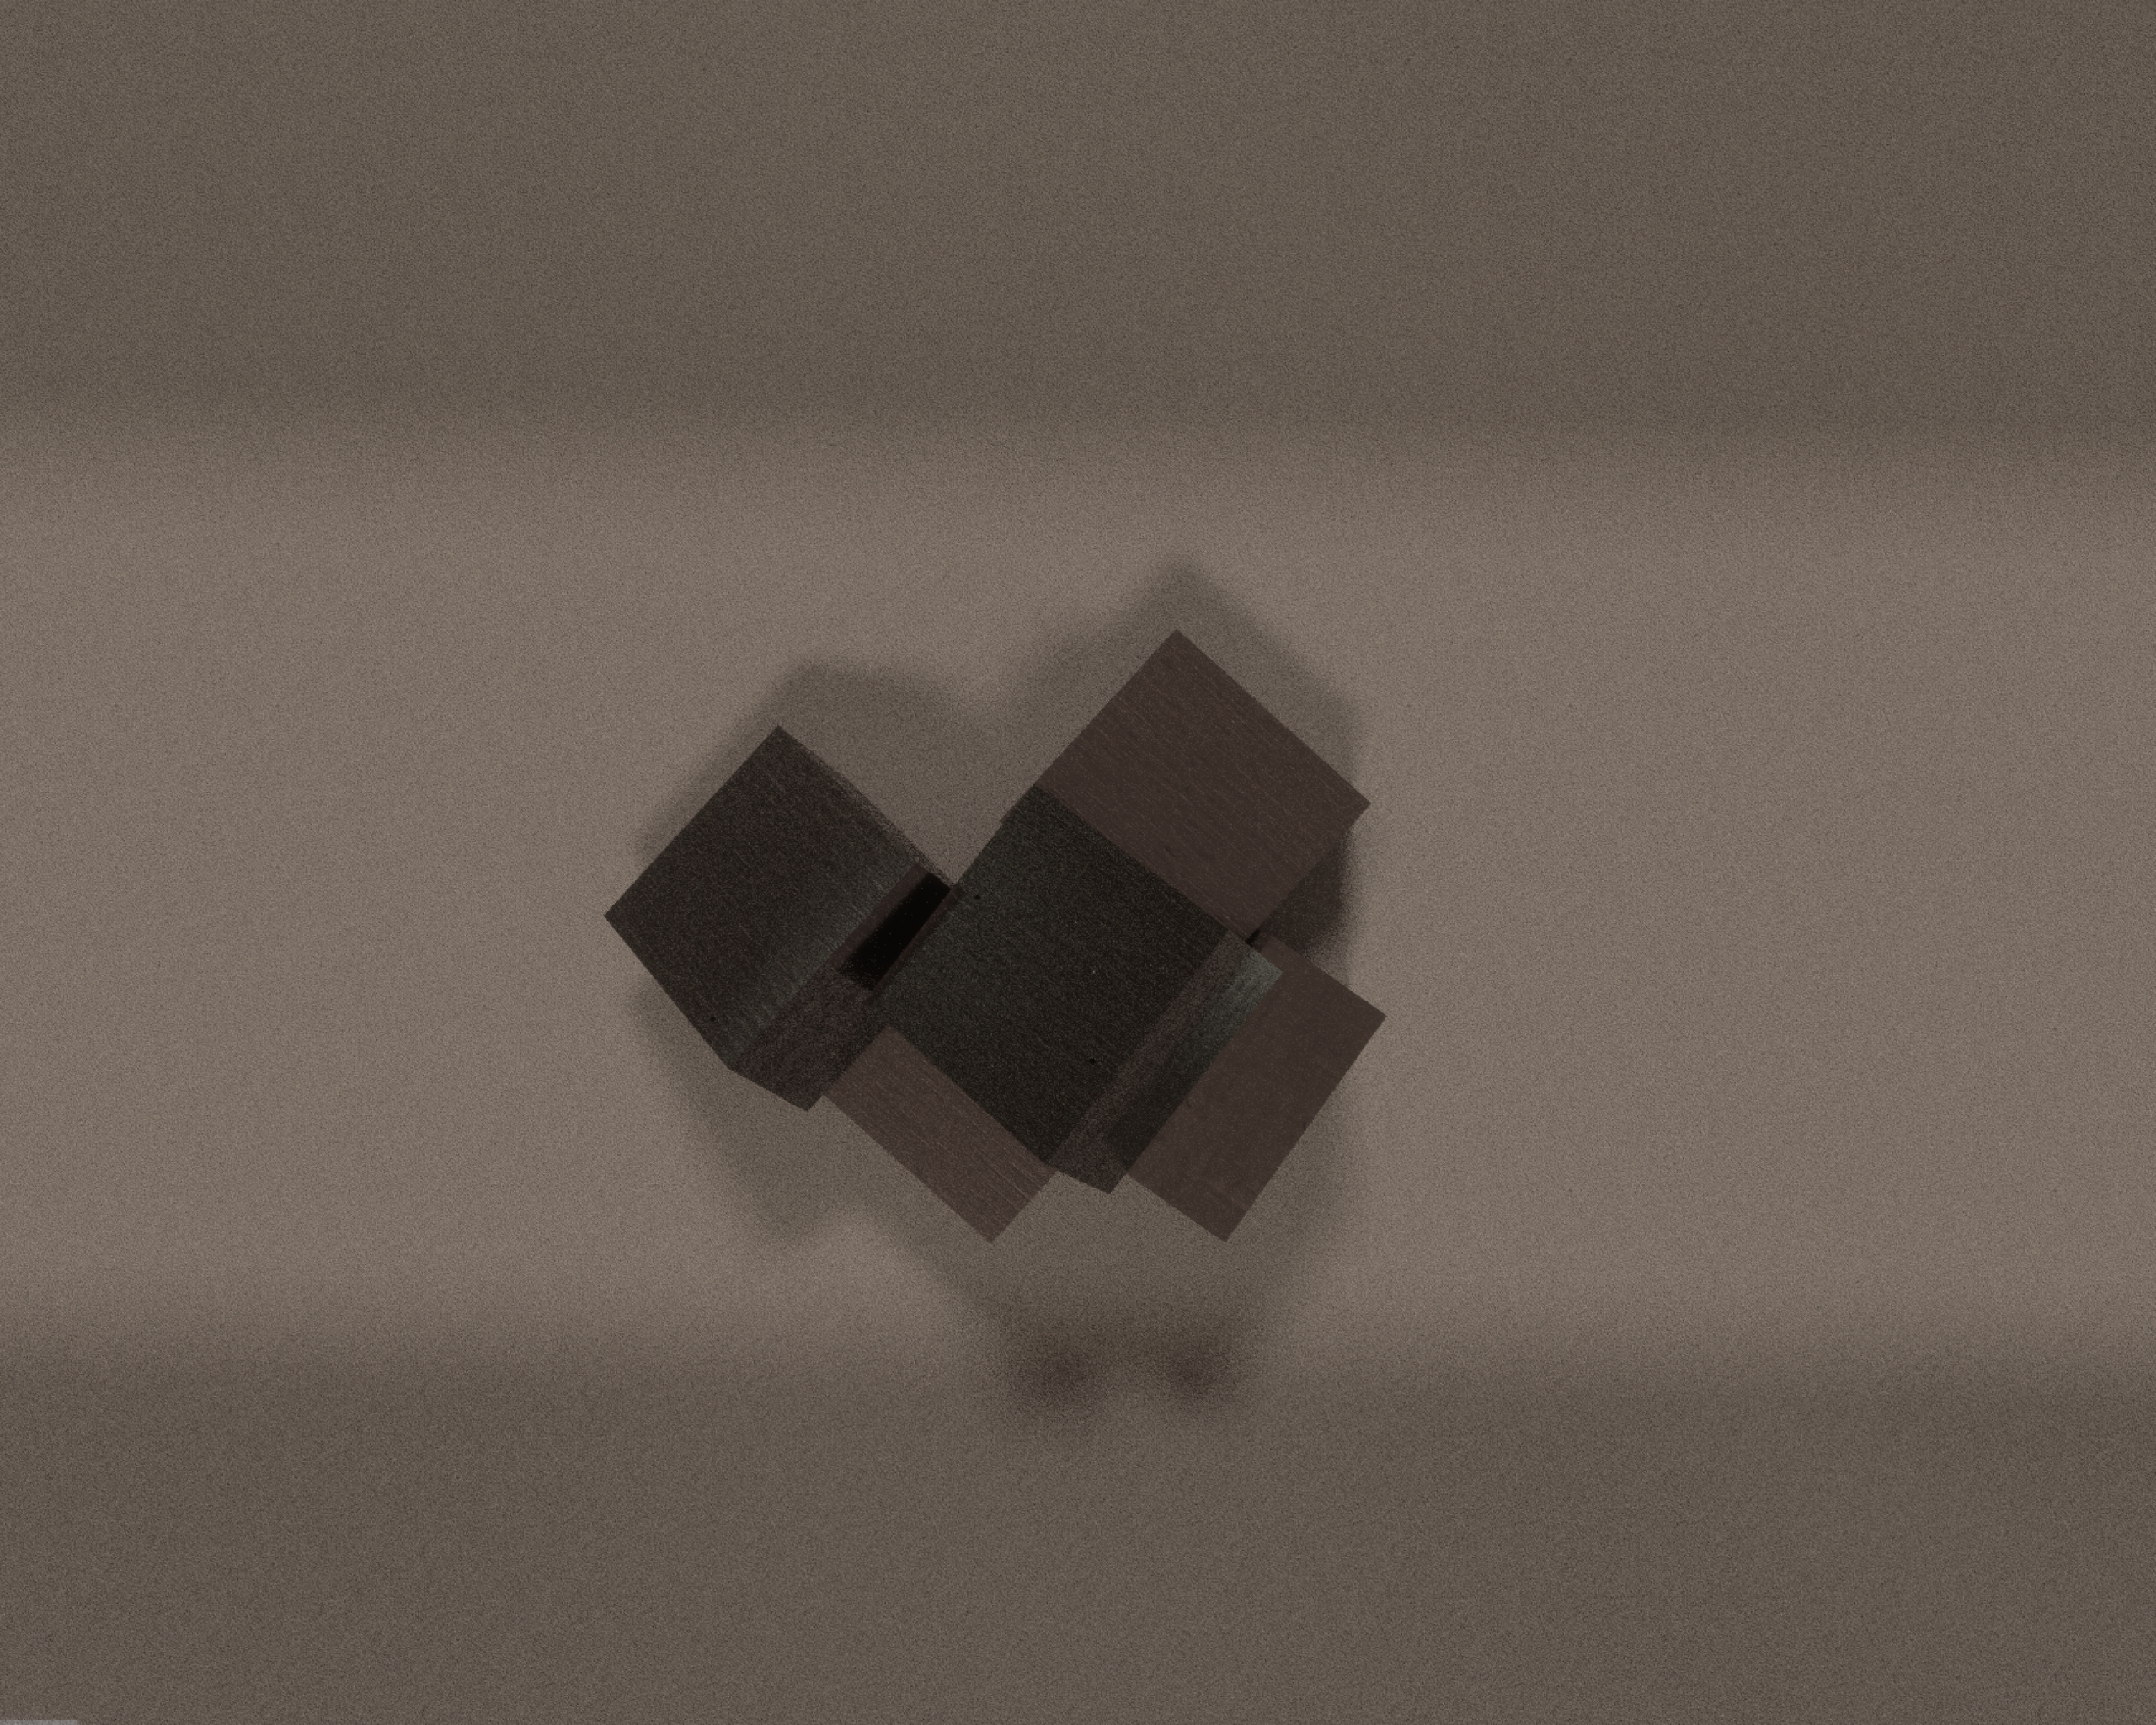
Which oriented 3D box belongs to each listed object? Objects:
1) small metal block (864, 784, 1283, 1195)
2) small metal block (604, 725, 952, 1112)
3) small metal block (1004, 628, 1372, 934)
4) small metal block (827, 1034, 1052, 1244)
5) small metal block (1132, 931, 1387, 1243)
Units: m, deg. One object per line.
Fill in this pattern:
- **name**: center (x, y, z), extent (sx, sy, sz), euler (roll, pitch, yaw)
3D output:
- **small metal block**: center (-0.001, 0.022, 0.373), extent (0.050, 0.025, 0.050), euler (38, 90, 33)
- **small metal block**: center (-0.054, 0.010, 0.397), extent (0.050, 0.025, 0.050), euler (-48, 52, 0)
- **small metal block**: center (0.021, -0.010, 0.410), extent (0.050, 0.025, 0.050), euler (42, 90, -1)
- **small metal block**: center (-0.018, 0.037, 0.409), extent (0.050, 0.025, 0.050), euler (42, 90, -1)
- **small metal block**: center (0.030, 0.040, 0.398), extent (0.025, 0.050, 0.050), euler (35, 90, -1)
